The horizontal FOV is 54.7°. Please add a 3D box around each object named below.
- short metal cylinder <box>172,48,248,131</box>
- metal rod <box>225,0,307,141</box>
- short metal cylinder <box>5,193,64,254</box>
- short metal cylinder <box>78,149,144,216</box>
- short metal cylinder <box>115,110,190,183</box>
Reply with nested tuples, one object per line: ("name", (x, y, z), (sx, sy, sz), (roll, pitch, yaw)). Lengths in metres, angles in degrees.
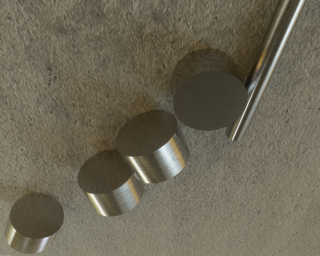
("short metal cylinder", (0.054, -0.043, 0.355), (0.081, 0.050, 0.079), (0, 130, 0))
("metal rod", (0.125, -0.103, 0.320), (0.025, 0.025, 0.298), (7, 130, -6))
("short metal cylinder", (-0.202, 0.153, 0.499), (0.080, 0.080, 0.050), (21, 127, -17))
("short metal cylinder", (-0.067, 0.075, 0.435), (0.080, 0.080, 0.050), (-10, 130, 8))
("short metal cylinder", (-0.009, 0.022, 0.390), (0.080, 0.080, 0.050), (-16, 128, 13))
